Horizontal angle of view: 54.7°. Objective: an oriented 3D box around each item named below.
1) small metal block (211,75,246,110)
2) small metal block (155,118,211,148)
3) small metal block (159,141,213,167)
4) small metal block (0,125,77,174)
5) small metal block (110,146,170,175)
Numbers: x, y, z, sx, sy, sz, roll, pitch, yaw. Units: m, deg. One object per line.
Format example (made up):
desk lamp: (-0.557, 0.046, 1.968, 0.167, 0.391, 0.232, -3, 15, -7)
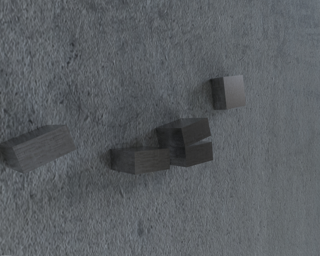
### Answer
small metal block: (0.110, -0.057, 0.496, 0.050, 0.025, 0.050, -13, 98, -39)
small metal block: (0.031, 0.005, 0.414, 0.050, 0.050, 0.025, -21, 103, -38)
small metal block: (0.035, 0.033, 0.418, 0.050, 0.050, 0.025, -8, 96, -40)
small metal block: (-0.116, 0.018, 0.291, 0.050, 0.050, 0.025, -28, 108, -37)
small metal block: (-0.024, 0.037, 0.368, 0.050, 0.050, 0.025, -3, 92, -40)
